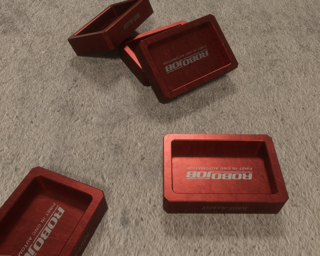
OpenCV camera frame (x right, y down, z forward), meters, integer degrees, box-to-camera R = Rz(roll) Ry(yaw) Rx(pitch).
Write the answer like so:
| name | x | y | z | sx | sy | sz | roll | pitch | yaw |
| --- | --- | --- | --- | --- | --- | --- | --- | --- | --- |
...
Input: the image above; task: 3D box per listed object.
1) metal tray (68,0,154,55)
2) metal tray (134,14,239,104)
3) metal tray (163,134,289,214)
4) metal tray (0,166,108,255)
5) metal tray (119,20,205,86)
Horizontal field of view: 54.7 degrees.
| name | x | y | z | sx | sy | sz | roll | pitch | yaw |
| --- | --- | --- | --- | --- | --- | --- | --- | --- | --- |
| metal tray | -0.081 | -0.173 | 0.520 | 0.090 | 0.030 | 0.130 | 4 | 45 | 37 |
| metal tray | 0.040 | -0.102 | 0.453 | 0.131 | 0.030 | 0.090 | -27 | 91 | -20 |
| metal tray | 0.069 | 0.051 | 0.358 | 0.131 | 0.030 | 0.090 | 0 | 50 | 0 |
| metal tray | -0.122 | 0.109 | 0.306 | 0.090 | 0.030 | 0.130 | 18 | 52 | 14 |
| metal tray | 0.010 | -0.125 | 0.505 | 0.131 | 0.030 | 0.090 | -25 | 54 | -20 |
